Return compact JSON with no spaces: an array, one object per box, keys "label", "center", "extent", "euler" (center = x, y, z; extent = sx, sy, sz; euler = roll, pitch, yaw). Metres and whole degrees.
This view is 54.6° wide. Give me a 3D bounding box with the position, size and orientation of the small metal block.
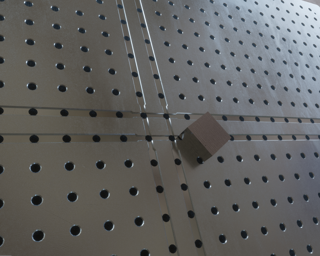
[{"label":"small metal block","center":[0.064,0.012,0.434],"extent":[0.050,0.025,0.050],"euler":[49,51,6]}]
